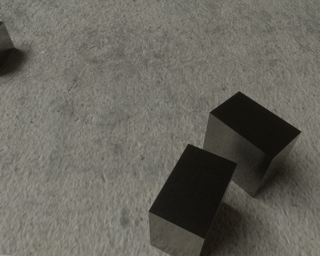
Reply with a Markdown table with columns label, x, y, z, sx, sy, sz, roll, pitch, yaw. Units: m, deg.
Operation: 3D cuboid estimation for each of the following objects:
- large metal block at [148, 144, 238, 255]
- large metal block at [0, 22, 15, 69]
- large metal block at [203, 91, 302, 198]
| label | x | y | z | sx | sy | sz | roll | pitch | yaw |
| --- | --- | --- | --- | --- | --- | --- | --- | --- | --- |
| large metal block | 0.031 | 0.077 | 0.304 | 0.050 | 0.080 | 0.080 | 22 | 53 | 17 |
| large metal block | -0.294 | -0.127 | 0.489 | 0.080 | 0.050 | 0.080 | 5 | 50 | 3 |
| large metal block | 0.098 | 0.019 | 0.353 | 0.050 | 0.080 | 0.080 | -35 | 58 | -26 |
